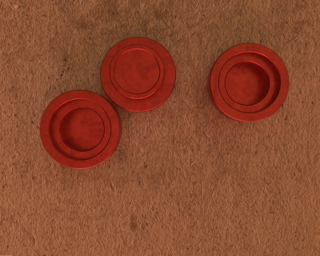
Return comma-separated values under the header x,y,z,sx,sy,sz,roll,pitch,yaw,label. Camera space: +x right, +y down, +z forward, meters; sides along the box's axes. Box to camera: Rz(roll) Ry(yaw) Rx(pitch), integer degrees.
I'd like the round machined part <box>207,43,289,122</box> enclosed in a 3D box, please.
x,y,z,sx,sy,sz,roll,pitch,yaw,label
0.110,-0.057,0.402,0.099,0.042,0.097,0,90,0,round machined part

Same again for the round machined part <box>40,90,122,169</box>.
x,y,z,sx,sy,sz,roll,pitch,yaw,label
-0.098,0.002,0.401,0.099,0.042,0.097,0,90,0,round machined part

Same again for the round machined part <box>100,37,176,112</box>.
x,y,z,sx,sy,sz,roll,pitch,yaw,label
-0.028,-0.070,0.401,0.099,0.042,0.097,0,90,0,round machined part
